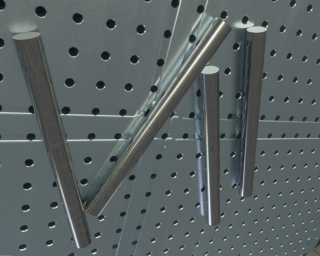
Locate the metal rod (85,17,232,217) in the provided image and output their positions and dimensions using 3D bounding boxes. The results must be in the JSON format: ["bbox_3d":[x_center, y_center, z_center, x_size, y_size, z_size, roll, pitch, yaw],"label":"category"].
[{"bbox_3d":[-0.009,-0.006,0.401,0.025,0.025,0.299,27,104,-37],"label":"metal rod"}]

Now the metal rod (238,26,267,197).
[{"bbox_3d":[0.140,-0.005,0.483,0.025,0.025,0.298,-19,126,-17],"label":"metal rod"}]

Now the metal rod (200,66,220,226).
[{"bbox_3d":[0.080,0.047,0.482,0.025,0.025,0.298,-20,126,-17],"label":"metal rod"}]

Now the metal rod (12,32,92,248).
[{"bbox_3d":[-0.118,0.039,0.370,0.025,0.025,0.298,-16,125,-19],"label":"metal rod"}]
